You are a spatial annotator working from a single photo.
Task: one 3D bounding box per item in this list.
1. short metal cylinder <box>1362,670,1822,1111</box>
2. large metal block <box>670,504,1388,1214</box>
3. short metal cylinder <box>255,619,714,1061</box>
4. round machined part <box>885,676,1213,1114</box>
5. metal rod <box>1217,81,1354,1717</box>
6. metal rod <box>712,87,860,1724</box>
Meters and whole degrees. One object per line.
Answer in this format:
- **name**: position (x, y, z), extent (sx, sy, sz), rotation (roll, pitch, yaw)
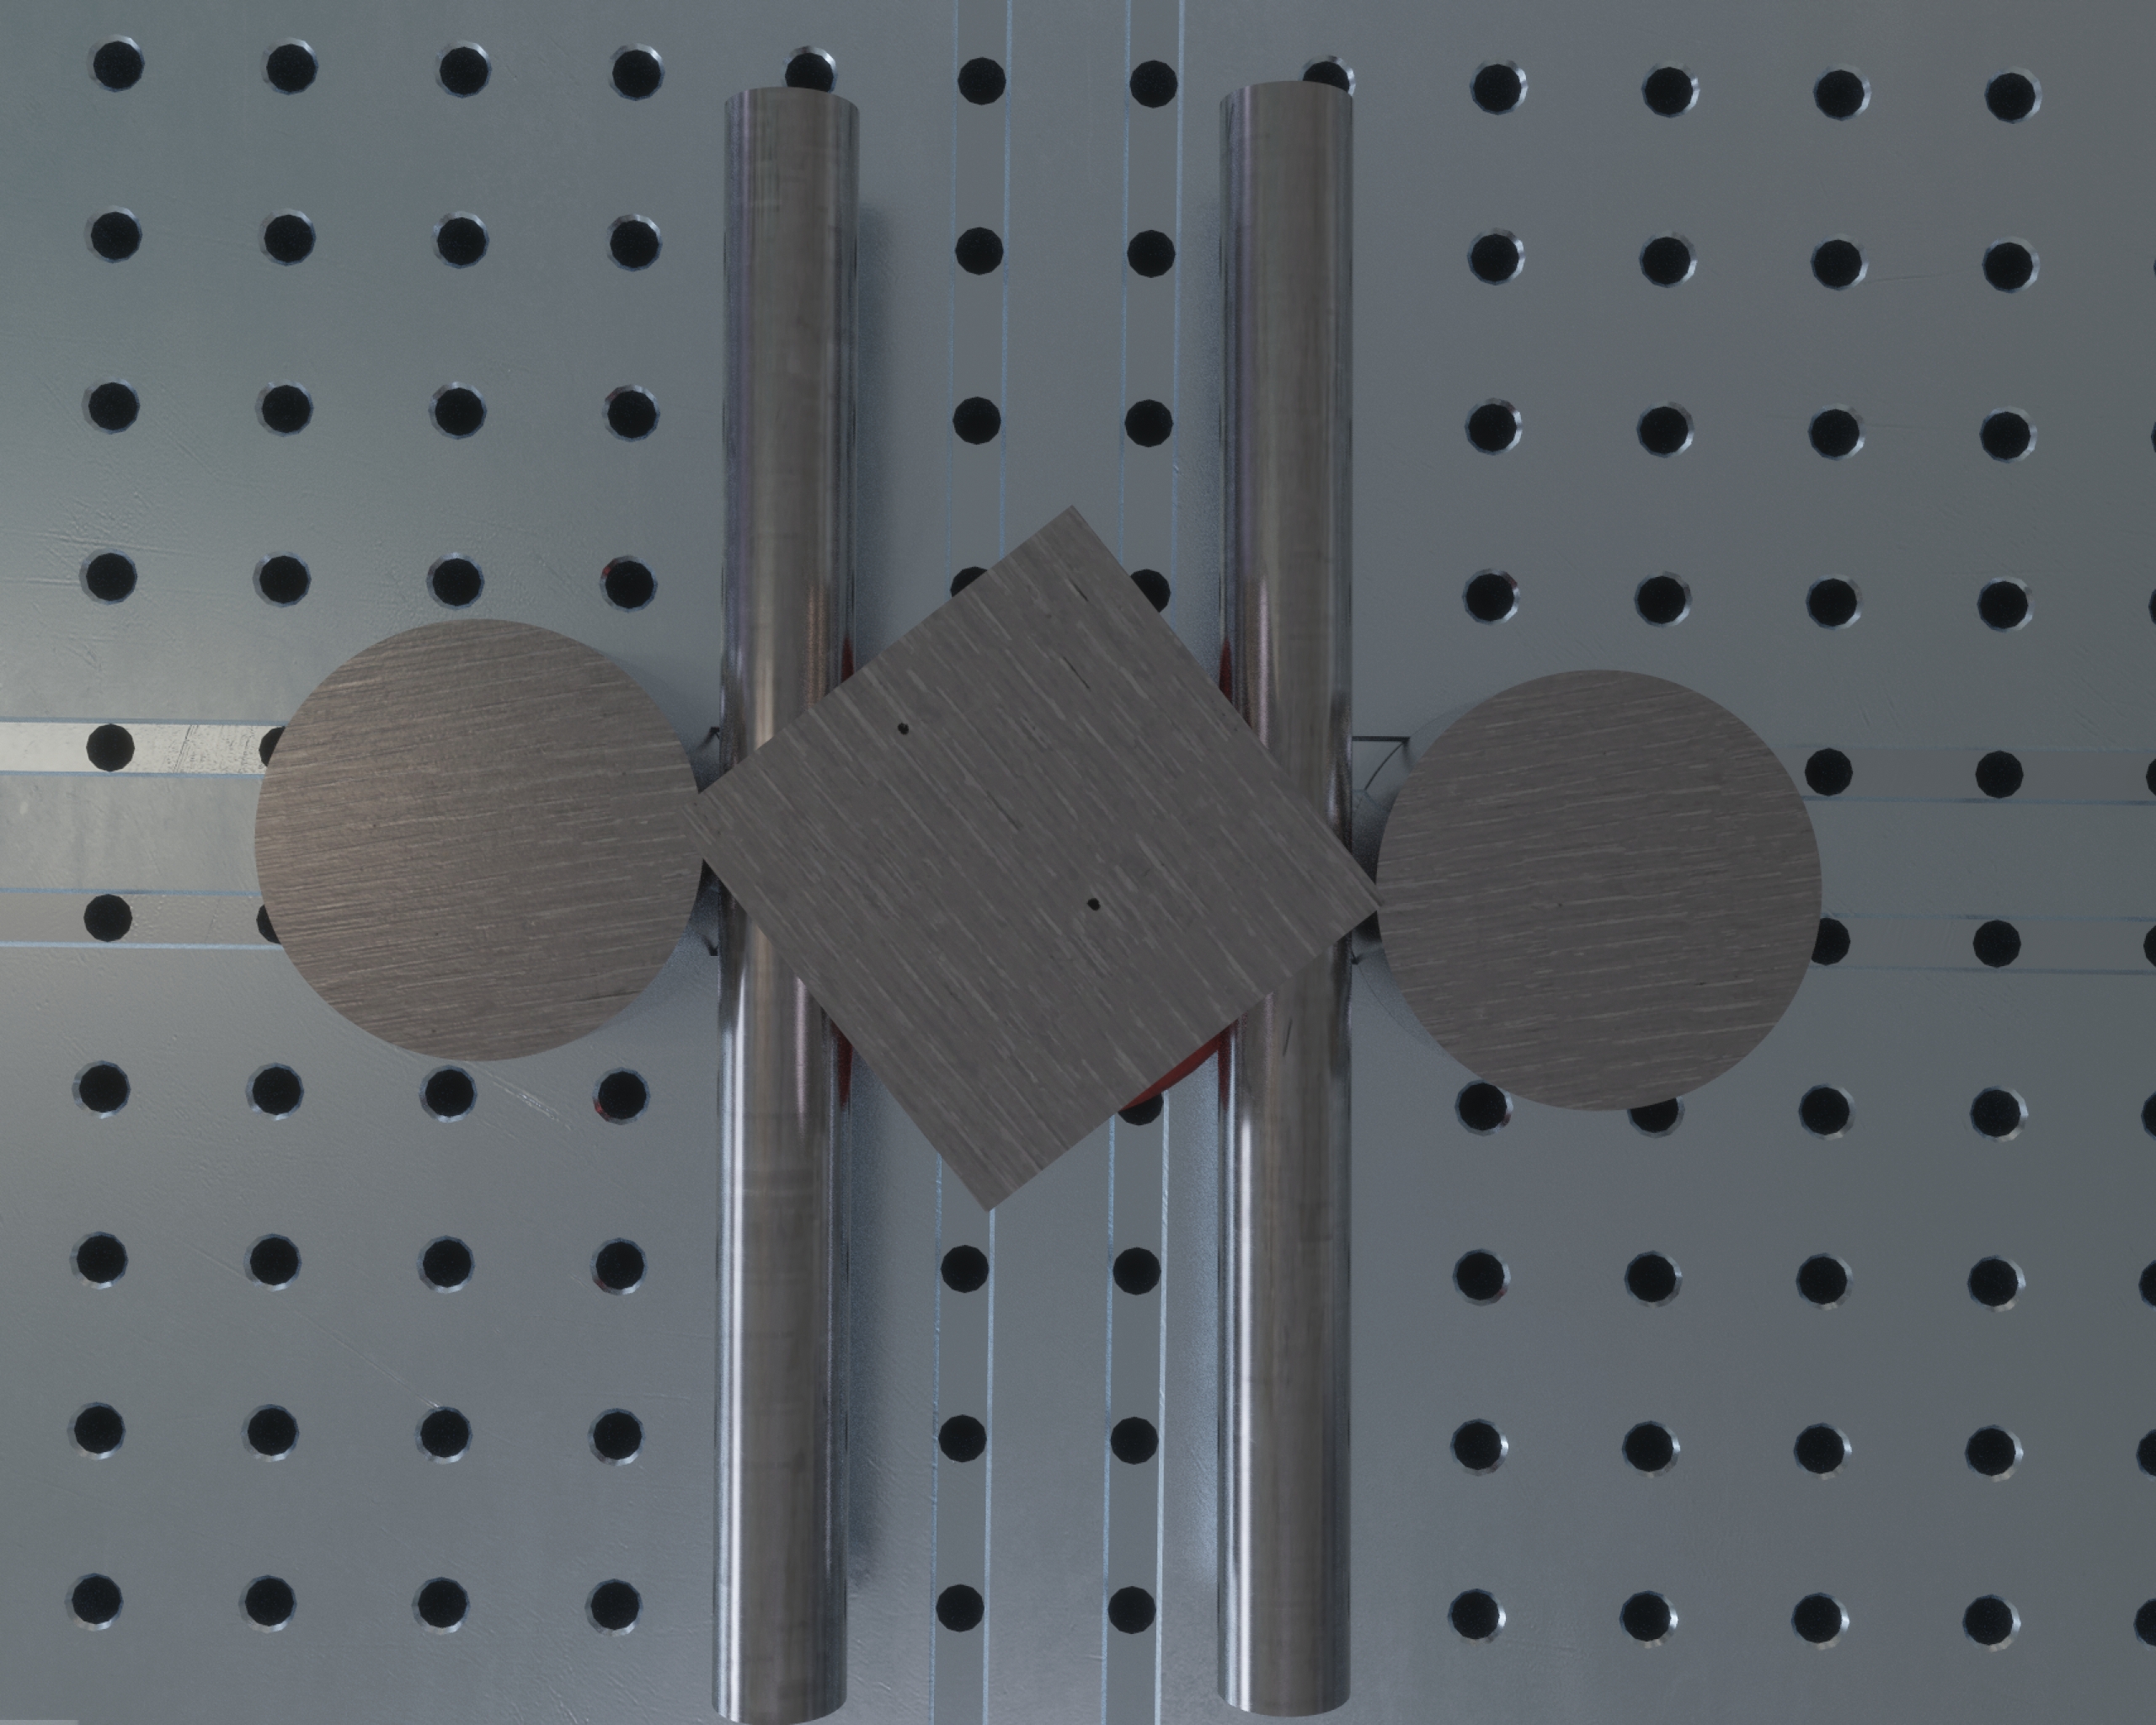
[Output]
- **short metal cylinder**: position (0.094, 0.005, 0.401), extent (0.081, 0.050, 0.080), rotation (0, 90, 0)
- **large metal block**: position (-0.008, -0.001, 0.353), extent (0.080, 0.050, 0.080), rotation (-38, 90, 0)
- **short metal cylinder**: position (-0.108, -0.004, 0.400), extent (0.081, 0.050, 0.080), rotation (0, 90, 0)
- **round machined part**: position (-0.008, 0.003, 0.405), extent (0.099, 0.042, 0.097), rotation (0, 90, 0)
- **metal rod**: position (0.039, 0.007, 0.392), extent (0.025, 0.025, 0.298), rotation (0, 90, 0)
- **metal rod**: position (-0.055, 0.008, 0.392), extent (0.025, 0.025, 0.298), rotation (0, 90, 0)
